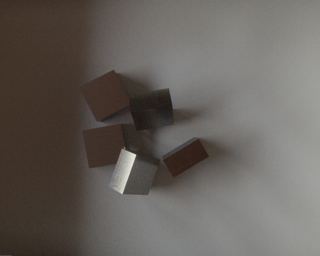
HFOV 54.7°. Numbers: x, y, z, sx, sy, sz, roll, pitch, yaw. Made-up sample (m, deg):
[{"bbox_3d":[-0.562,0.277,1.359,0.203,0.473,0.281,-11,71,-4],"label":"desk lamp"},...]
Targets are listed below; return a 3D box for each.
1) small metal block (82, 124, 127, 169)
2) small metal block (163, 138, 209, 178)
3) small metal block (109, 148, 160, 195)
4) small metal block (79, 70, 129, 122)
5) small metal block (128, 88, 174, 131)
[{"bbox_3d":[-0.071,0.023,0.411,0.050,0.025,0.050,-10,90,-1],"label":"small metal block"},{"bbox_3d":[0.031,0.037,0.399,0.050,0.050,0.025,-31,90,0],"label":"small metal block"},{"bbox_3d":[-0.032,0.057,0.396,0.025,0.050,0.050,19,90,37],"label":"small metal block"},{"bbox_3d":[-0.070,-0.042,0.410,0.050,0.025,0.050,-27,90,-1],"label":"small metal block"},{"bbox_3d":[-0.010,-0.023,0.396,0.050,0.050,0.025,-10,62,0],"label":"small metal block"}]
